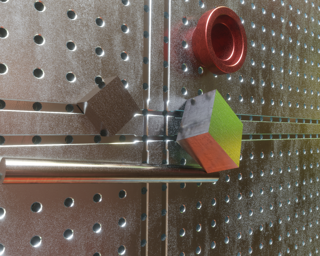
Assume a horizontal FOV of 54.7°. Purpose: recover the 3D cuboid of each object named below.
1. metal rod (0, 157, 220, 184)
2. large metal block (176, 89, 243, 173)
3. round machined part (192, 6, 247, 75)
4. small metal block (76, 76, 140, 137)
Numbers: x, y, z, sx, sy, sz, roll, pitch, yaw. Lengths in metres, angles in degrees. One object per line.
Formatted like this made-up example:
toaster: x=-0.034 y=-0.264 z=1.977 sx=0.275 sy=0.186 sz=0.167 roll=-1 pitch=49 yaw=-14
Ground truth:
metal rod: x=-0.032 y=0.056 z=0.384 sx=0.302 sy=0.025 sz=0.025 roll=8 pitch=85 yaw=-40
large metal block: x=0.074 y=0.006 z=0.443 sx=0.080 sy=0.050 sz=0.080 roll=46 pitch=44 yaw=-31
round machined part: x=0.087 y=-0.130 z=0.473 sx=0.099 sy=0.042 sz=0.097 roll=0 pitch=90 yaw=-40
small metal block: x=-0.059 y=-0.025 z=0.361 sx=0.050 sy=0.025 sz=0.050 roll=-48 pitch=119 yaw=-30
